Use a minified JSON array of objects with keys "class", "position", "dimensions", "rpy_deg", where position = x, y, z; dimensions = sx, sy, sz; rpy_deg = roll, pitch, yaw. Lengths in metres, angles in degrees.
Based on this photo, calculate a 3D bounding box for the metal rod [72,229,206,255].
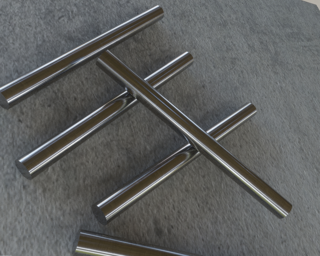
[{"class":"metal rod","position":[0.056,0.155,0.340],"dimensions":[0.302,0.025,0.025],"rpy_deg":[19,54,-18]}]

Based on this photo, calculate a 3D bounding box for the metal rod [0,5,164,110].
[{"class":"metal rod","position":[-0.087,-0.112,0.426],"dimensions":[0.025,0.025,0.302],"rpy_deg":[44,51,2]}]

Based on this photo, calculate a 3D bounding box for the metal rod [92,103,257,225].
[{"class":"metal rod","position":[0.041,0.030,0.409],"dimensions":[0.302,0.025,0.025],"rpy_deg":[-30,79,-38]}]

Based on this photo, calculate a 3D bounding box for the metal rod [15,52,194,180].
[{"class":"metal rod","position":[-0.046,-0.034,0.401],"dimensions":[0.025,0.025,0.302],"rpy_deg":[47,51,4]}]

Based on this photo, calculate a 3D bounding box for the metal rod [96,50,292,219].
[{"class":"metal rod","position":[0.043,0.009,0.389],"dimensions":[0.300,0.025,0.025],"rpy_deg":[40,51,-1]}]
